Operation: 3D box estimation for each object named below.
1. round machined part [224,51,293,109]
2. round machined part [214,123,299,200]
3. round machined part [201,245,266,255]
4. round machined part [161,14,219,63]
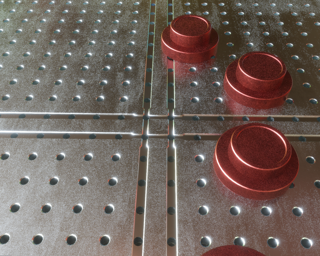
[{"bbox_3d":[0.148,-0.078,0.463,0.099,0.042,0.098,0,50,0],"label":"round machined part"},{"bbox_3d":[0.116,0.032,0.370,0.099,0.042,0.098,0,50,0],"label":"round machined part"},{"bbox_3d":[0.065,0.156,0.264,0.099,0.042,0.098,1,47,-1],"label":"round machined part"},{"bbox_3d":[0.052,-0.158,0.530,0.099,0.042,0.098,0,50,0],"label":"round machined part"}]
